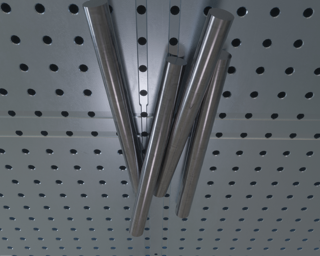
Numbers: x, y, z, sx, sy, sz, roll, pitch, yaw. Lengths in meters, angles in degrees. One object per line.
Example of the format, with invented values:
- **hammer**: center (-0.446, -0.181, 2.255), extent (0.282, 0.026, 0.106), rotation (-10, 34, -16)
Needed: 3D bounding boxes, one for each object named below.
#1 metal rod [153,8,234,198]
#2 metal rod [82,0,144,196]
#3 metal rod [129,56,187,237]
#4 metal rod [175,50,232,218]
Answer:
- **metal rod**: center (0.028, -0.003, 0.395), extent (0.025, 0.025, 0.298), rotation (9, 134, -8)
- **metal rod**: center (-0.047, -0.010, 0.401), extent (0.025, 0.025, 0.299), rotation (-5, 130, 4)
- **metal rod**: center (-0.010, 0.046, 0.428), extent (0.025, 0.025, 0.298), rotation (8, 123, -7)
- **metal rod**: center (0.053, 0.032, 0.438), extent (0.025, 0.025, 0.298), rotation (4, 130, -4)
